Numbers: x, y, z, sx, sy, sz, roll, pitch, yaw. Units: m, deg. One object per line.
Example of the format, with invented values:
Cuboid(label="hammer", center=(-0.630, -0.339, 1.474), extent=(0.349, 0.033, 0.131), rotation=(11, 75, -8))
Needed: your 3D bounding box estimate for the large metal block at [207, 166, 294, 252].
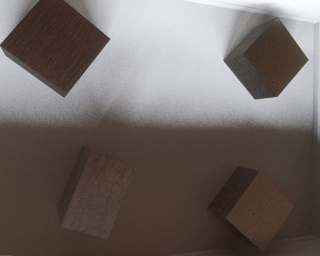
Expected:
Cuboid(label="large metal block", center=(0.130, 0.115, 0.447), extent=(0.080, 0.050, 0.080), rotation=(44, 76, -15))

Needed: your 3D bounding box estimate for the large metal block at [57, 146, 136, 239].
Cuboid(label="large metal block", center=(-0.076, 0.069, 0.354), extent=(0.050, 0.080, 0.080), rotation=(24, 82, -19))

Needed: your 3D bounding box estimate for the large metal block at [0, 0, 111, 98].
Cuboid(label="large metal block", center=(-0.117, -0.092, 0.354), extent=(0.080, 0.050, 0.080), rotation=(38, 78, -17))

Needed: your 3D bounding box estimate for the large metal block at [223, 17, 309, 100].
Cuboid(label="large metal block", center=(0.156, -0.100, 0.457), extent=(0.080, 0.050, 0.080), rotation=(-47, 105, -14))
